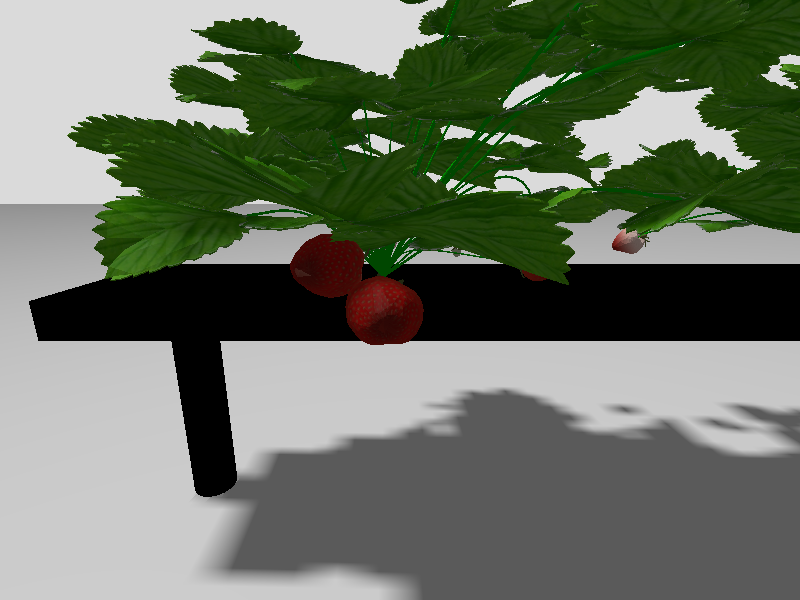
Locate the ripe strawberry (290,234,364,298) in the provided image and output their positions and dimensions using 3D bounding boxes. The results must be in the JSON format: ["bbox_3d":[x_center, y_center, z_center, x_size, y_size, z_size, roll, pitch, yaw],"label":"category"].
[{"bbox_3d":[-0.051,-0.022,0.274,0.051,0.045,0.046,7,17,23],"label":"ripe strawberry"}]

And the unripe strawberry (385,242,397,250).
[{"bbox_3d":[-0.016,-0.078,0.518,0.026,0.028,0.029,0,12,-1],"label":"unripe strawberry"}]

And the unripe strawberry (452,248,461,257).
[{"bbox_3d":[0.065,-0.055,0.461,0.011,0.010,0.010,11,19,35],"label":"unripe strawberry"}]

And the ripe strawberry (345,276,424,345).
[{"bbox_3d":[-0.007,0.006,0.191,0.038,0.033,0.038,-1,16,-2],"label":"ripe strawberry"}]

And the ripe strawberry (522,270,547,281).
[{"bbox_3d":[0.119,-0.032,0.332,0.034,0.033,0.037,3,15,9],"label":"ripe strawberry"}]

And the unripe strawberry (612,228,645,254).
[{"bbox_3d":[0.277,-0.071,0.489,0.034,0.033,0.032,-19,-2,44],"label":"unripe strawberry"}]
